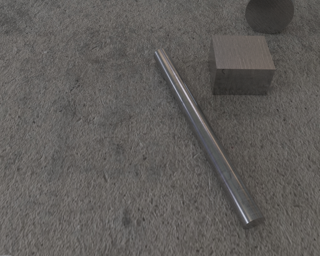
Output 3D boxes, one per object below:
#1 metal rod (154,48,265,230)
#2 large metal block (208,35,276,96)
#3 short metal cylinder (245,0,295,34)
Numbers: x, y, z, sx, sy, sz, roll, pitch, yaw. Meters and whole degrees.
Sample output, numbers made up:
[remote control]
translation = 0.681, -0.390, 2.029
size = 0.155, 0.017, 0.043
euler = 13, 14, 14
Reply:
[metal rod]
translation = 0.049, -0.010, 0.411
size = 0.025, 0.025, 0.300
euler = -14, 52, -12
[large metal block]
translation = 0.119, -0.095, 0.468
size = 0.080, 0.050, 0.080
euler = 1, 50, 0
[short metal cylinder]
translation = 0.196, -0.217, 0.551
size = 0.080, 0.080, 0.050
euler = 14, 52, 11
